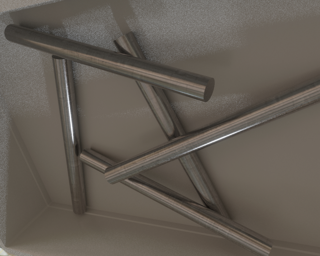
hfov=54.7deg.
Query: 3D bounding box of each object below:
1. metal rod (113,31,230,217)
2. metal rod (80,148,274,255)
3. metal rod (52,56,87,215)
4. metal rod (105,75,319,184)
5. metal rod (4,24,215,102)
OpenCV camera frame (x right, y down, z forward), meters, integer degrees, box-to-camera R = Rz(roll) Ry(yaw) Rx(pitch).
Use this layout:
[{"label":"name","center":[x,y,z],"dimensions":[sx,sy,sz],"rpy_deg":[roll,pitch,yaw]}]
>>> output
[{"label":"metal rod","center":[0.025,0.018,0.405],"dimensions":[0.025,0.025,0.299],"rpy_deg":[-17,110,34]},{"label":"metal rod","center":[0.008,0.097,0.439],"dimensions":[0.301,0.025,0.025],"rpy_deg":[23,127,22]},{"label":"metal rod","center":[-0.141,0.028,0.497],"dimensions":[0.025,0.025,0.298],"rpy_deg":[16,125,18]},{"label":"metal rod","center":[0.052,0.010,0.361],"dimensions":[0.300,0.025,0.025],"rpy_deg":[-25,105,28]},{"label":"metal rod","center":[-0.079,-0.085,0.369],"dimensions":[0.301,0.025,0.025],"rpy_deg":[21,127,25]}]
